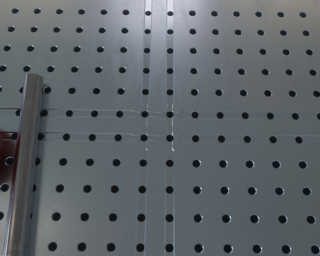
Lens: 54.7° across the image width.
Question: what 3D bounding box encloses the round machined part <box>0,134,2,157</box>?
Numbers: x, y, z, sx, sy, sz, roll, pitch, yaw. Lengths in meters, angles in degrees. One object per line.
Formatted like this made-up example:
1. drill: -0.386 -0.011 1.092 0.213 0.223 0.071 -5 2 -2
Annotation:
1. round machined part: -0.248 0.030 0.390 0.099 0.042 0.098 0 70 0

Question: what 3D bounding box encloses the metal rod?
1. metal rod: -0.171 0.070 0.384 0.025 0.025 0.299 -2 70 -1
